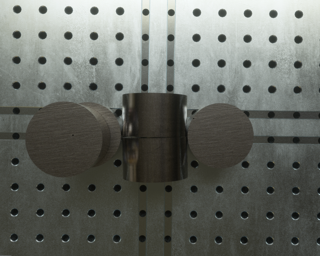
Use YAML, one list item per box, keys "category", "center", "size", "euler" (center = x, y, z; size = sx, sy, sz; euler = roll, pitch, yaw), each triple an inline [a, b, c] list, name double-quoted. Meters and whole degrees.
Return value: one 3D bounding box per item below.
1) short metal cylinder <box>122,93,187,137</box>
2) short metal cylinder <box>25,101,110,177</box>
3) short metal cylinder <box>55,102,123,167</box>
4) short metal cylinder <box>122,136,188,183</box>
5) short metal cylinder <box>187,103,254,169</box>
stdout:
- category: "short metal cylinder"
  center: [-0.007, -0.015, 0.386]
  size: [0.081, 0.080, 0.050]
  euler: [1, 91, 0]
- category: "short metal cylinder"
  center: [-0.100, 0.012, 0.348]
  size: [0.081, 0.050, 0.079]
  euler: [0, 90, 0]
- category: "short metal cylinder"
  center: [-0.088, 0.008, 0.400]
  size: [0.081, 0.050, 0.079]
  euler: [0, 90, -1]
- category: "short metal cylinder"
  center: [-0.006, 0.036, 0.385]
  size: [0.081, 0.080, 0.050]
  euler: [-1, 90, 0]
- category: "short metal cylinder"
  center: [0.074, 0.009, 0.401]
  size: [0.081, 0.050, 0.079]
  euler: [0, 90, -1]
